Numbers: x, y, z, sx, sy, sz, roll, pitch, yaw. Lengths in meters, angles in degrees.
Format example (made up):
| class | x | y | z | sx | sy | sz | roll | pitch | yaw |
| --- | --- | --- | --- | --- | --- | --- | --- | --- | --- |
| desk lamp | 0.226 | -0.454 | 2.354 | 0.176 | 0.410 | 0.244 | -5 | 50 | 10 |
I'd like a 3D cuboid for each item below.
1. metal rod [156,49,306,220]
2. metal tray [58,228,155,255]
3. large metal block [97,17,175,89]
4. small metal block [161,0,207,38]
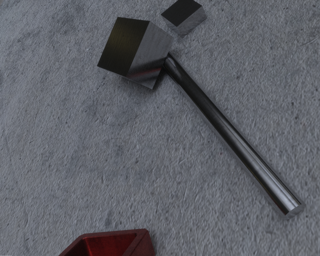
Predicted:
| class | x | y | z | sx | sy | sz | roll | pitch | yaw |
| --- | --- | --- | --- | --- | --- | --- | --- | --- | --- |
| metal rod | 0.063 | -0.020 | 0.383 | 0.025 | 0.025 | 0.300 | -36 | 51 | 4 |
| metal tray | -0.070 | 0.144 | 0.292 | 0.090 | 0.131 | 0.030 | -12 | 98 | 21 |
| large metal block | -0.037 | -0.111 | 0.454 | 0.080 | 0.050 | 0.080 | 27 | 95 | 45 |
| small metal block | 0.038 | -0.178 | 0.493 | 0.050 | 0.025 | 0.050 | -40 | 51 | 1 |
